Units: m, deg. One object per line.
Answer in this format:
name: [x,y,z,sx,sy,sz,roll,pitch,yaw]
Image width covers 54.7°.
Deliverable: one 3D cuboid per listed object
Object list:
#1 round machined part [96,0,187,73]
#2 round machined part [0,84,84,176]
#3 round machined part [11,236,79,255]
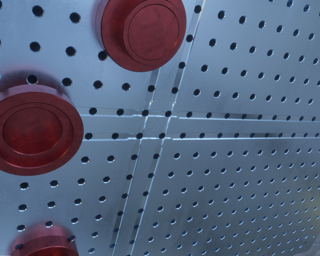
round machined part: [-0.014,-0.105,0.329,0.099,0.042,0.097,-14,125,-21]
round machined part: [-0.135,-0.001,0.327,0.099,0.042,0.097,-14,125,-21]
round machined part: [-0.163,0.205,0.439,0.099,0.042,0.097,-14,124,-21]
